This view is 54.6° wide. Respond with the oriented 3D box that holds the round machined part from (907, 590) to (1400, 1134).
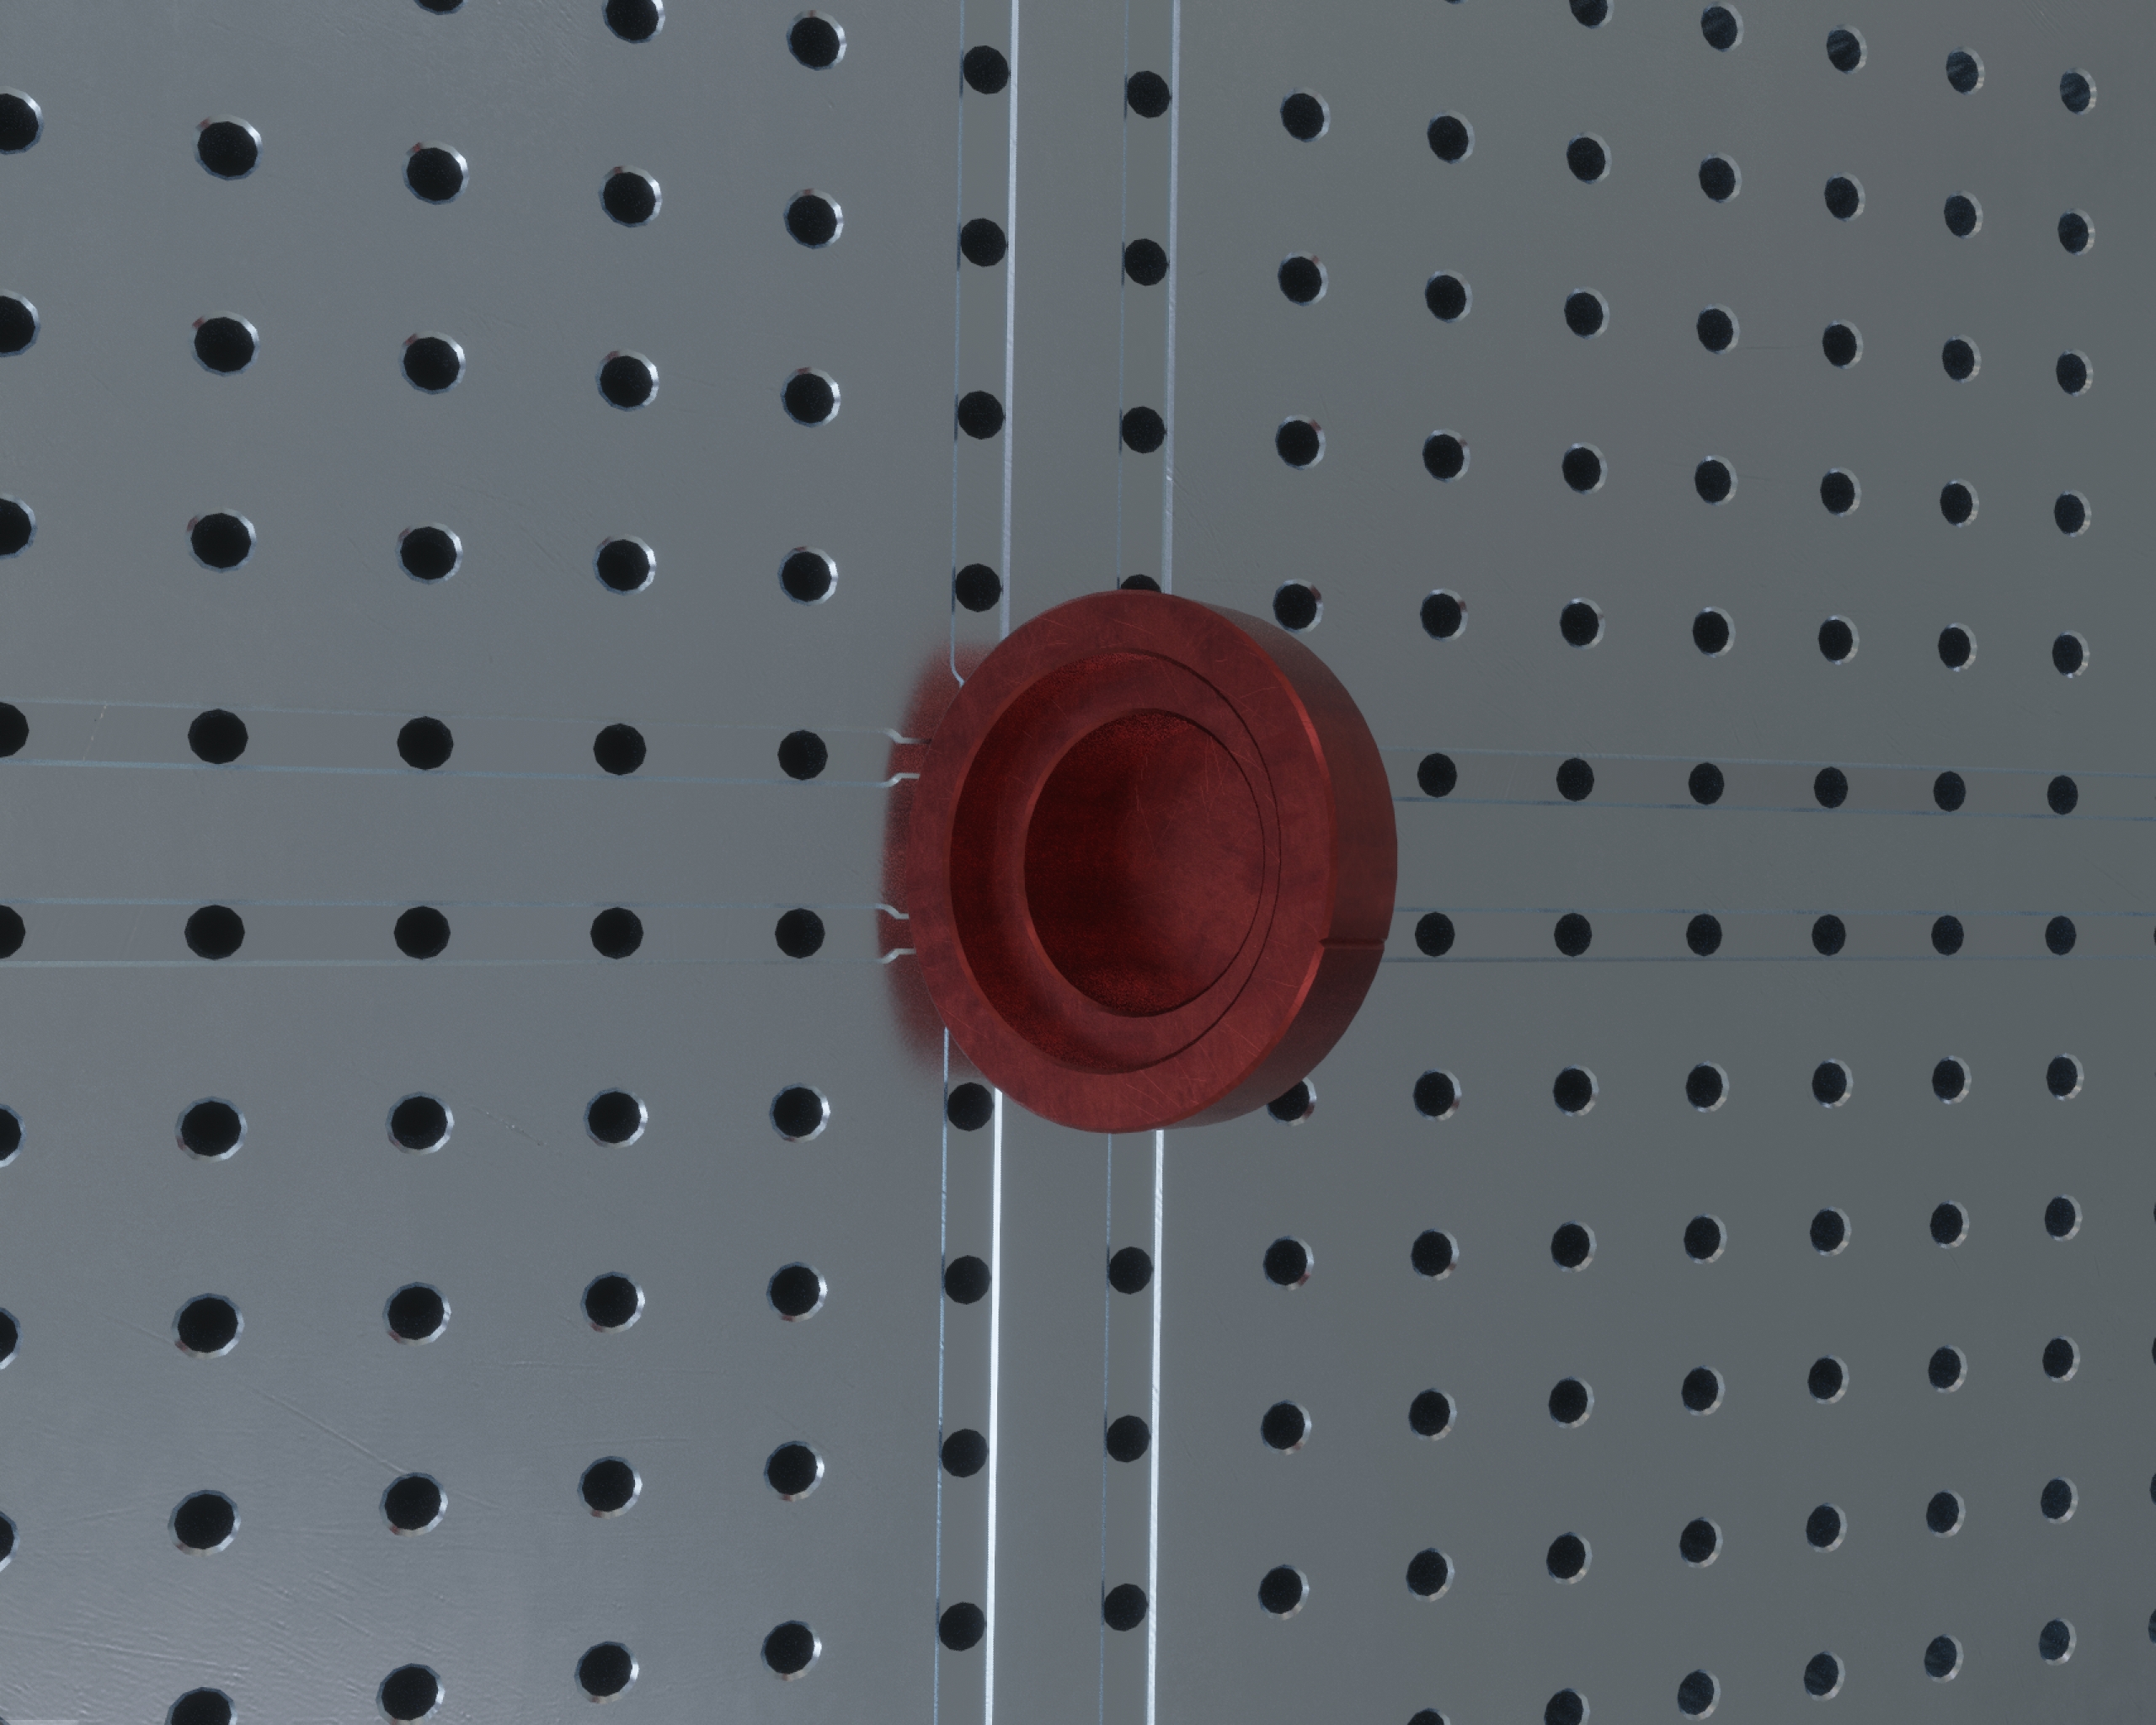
[{"bbox_3d":[0.018,0.001,0.390,0.042,0.098,0.097,4,88,-51],"label":"round machined part"}]
